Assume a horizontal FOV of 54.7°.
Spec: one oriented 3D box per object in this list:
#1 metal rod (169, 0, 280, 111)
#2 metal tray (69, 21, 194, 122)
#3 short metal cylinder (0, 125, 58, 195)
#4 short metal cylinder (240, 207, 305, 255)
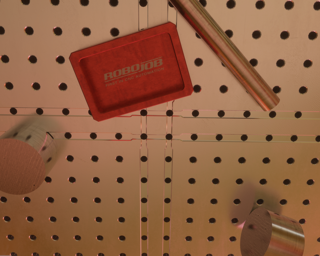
[{"bbox_3d":[0.042,-0.133,0.364,0.025,0.025,0.300,-41,105,14],"label":"metal rod"},{"bbox_3d":[-0.033,-0.069,0.384,0.131,0.030,0.090,-16,110,5],"label":"metal tray"},{"bbox_3d":[-0.185,0.041,0.414,0.081,0.050,0.079,0,110,0],"label":"short metal cylinder"},{"bbox_3d":[0.159,0.161,0.445,0.050,0.080,0.079,22,109,-8],"label":"short metal cylinder"}]
